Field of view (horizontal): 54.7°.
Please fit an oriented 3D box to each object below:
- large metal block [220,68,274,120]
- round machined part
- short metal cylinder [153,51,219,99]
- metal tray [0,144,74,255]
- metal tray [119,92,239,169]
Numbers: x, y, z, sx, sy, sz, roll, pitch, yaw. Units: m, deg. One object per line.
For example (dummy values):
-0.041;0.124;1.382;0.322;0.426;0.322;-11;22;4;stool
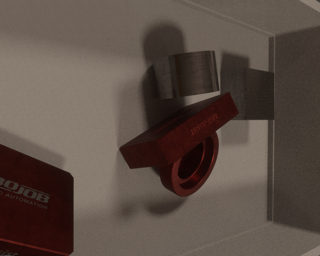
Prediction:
0.146;-0.053;0.516;0.081;0.050;0.079;-1;91;-40;large metal block
0.033;0.038;0.412;0.099;0.042;0.097;-25;126;-40;round machined part
0.034;-0.068;0.401;0.081;0.080;0.050;-14;99;-39;short metal cylinder
-0.135;0.058;0.255;0.130;0.030;0.090;33;26;-36;metal tray
0.025;0.003;0.384;0.131;0.090;0.030;-33;100;-35;metal tray
